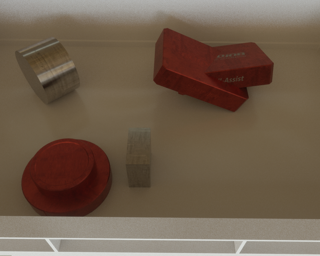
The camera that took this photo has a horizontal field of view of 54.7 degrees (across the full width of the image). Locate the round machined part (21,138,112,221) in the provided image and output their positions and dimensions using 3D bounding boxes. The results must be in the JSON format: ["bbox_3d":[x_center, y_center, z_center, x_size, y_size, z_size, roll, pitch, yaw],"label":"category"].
[{"bbox_3d":[-0.106,0.050,0.350,0.099,0.042,0.098,0,50,0],"label":"round machined part"}]

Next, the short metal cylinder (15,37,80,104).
[{"bbox_3d":[-0.157,-0.081,0.435,0.050,0.080,0.080,-34,58,-25],"label":"short metal cylinder"}]

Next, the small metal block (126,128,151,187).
[{"bbox_3d":[-0.024,0.035,0.359,0.025,0.050,0.050,0,50,0],"label":"small metal block"}]

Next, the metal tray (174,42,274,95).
[{"bbox_3d":[0.087,-0.090,0.455,0.131,0.030,0.090,-7,34,1],"label":"metal tray"}]

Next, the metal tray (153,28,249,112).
[{"bbox_3d":[0.057,-0.082,0.438,0.131,0.030,0.090,17,48,-18],"label":"metal tray"}]
